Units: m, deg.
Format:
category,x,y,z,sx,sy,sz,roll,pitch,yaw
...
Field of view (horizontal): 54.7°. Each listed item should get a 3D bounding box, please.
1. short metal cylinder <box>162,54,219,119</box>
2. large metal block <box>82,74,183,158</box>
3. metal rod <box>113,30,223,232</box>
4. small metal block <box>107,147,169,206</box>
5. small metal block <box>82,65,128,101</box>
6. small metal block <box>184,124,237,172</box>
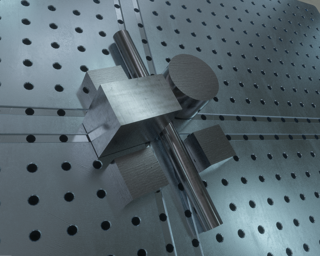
category,x,y,z,sx,sy,sz,roll,pitch,yaw
short metal cylinder,0.038,-0.060,0.450,0.081,0.050,0.080,14,56,-21
large metal block,-0.035,-0.014,0.362,0.081,0.080,0.050,-17,71,-35
metal rod,0.003,-0.009,0.416,0.025,0.025,0.299,-13,69,-34
small metal block,-0.026,0.055,0.362,0.050,0.025,0.050,-17,71,-35
small metal block,-0.066,-0.051,0.405,0.050,0.025,0.050,-19,72,-36
small metal block,0.070,0.027,0.431,0.050,0.025,0.050,-16,70,-35
